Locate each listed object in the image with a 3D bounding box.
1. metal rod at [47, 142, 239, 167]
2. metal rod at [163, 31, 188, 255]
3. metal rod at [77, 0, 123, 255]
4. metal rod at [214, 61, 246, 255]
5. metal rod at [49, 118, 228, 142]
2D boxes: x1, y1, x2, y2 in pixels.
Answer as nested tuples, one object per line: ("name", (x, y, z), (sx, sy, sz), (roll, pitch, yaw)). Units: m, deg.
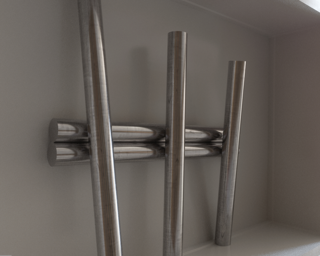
("metal rod", (0.006, 0.031, 0.412), (0.302, 0.025, 0.025), (2, 89, -40))
("metal rod", (0.019, 0.030, 0.391), (0.025, 0.025, 0.298), (2, 89, -40))
("metal rod", (-0.064, -0.013, 0.322), (0.025, 0.025, 0.298), (-1, 83, -40))
("metal rod", (0.104, 0.052, 0.466), (0.025, 0.025, 0.298), (-5, 102, -40))
("metal rod", (0.007, 0.007, 0.413), (0.302, 0.025, 0.025), (2, 89, -40))
